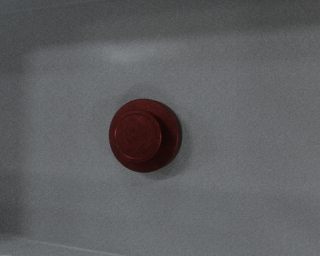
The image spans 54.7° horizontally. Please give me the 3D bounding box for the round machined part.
[{"bbox_3d":[-0.024,0.010,0.405,0.098,0.042,0.097,0,90,19],"label":"round machined part"}]
